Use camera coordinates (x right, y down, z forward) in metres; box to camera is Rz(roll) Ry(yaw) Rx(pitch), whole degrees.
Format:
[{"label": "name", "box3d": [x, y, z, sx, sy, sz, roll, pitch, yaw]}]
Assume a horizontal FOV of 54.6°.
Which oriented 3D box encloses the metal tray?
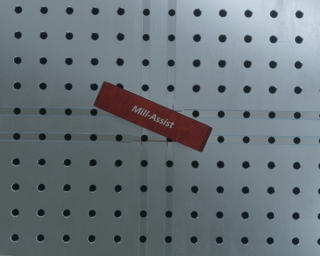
[{"label": "metal tray", "box3d": [-0.007, -0.013, 0.380, 0.130, 0.090, 0.030, 23, 90, 0]}]
